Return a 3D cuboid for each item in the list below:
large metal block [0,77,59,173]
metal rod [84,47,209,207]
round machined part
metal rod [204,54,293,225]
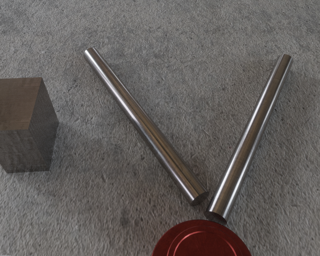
[{"bbox_3d":[-0.161,-0.003,0.368,0.050,0.080,0.080,-3,50,-3],"label":"large metal block"},{"bbox_3d":[-0.034,-0.021,0.420,0.025,0.025,0.300,-25,55,-20],"label":"metal rod"},{"bbox_3d":[0.040,0.130,0.284,0.099,0.042,0.098,0,50,0],"label":"round machined part"},{"bbox_3d":[0.129,-0.006,0.410,0.025,0.025,0.301,23,53,17],"label":"metal rod"}]
